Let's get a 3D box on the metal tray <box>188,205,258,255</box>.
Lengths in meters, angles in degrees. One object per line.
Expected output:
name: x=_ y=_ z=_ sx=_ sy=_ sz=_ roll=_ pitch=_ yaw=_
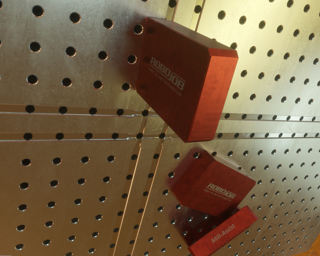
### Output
metal tray: x=0.116 y=0.199 z=0.573 sx=0.130 sy=0.030 sz=0.090 roll=-34 pitch=155 yaw=-6

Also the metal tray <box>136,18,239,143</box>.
metal tray: x=0.019 y=-0.054 z=0.321 sx=0.030 sy=0.130 sz=0.089 roll=-3 pitch=120 yaw=-28

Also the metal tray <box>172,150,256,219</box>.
metal tray: x=0.094 y=0.100 z=0.524 sx=0.131 sy=0.030 sz=0.090 roll=28 pitch=103 yaw=-38
